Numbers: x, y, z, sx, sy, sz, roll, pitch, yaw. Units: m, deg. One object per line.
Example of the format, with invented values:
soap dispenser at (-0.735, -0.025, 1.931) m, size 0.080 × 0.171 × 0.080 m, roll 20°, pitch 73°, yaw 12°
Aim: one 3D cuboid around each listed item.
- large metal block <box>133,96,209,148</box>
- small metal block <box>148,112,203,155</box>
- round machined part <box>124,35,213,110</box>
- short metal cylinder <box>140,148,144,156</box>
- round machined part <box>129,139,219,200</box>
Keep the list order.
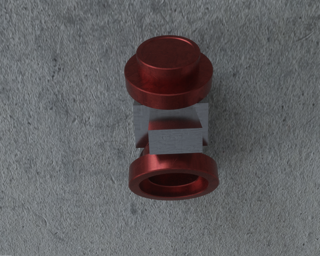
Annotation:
large metal block at (0.012, -0.016, 0.375) m, size 0.081 × 0.080 × 0.050 m, roll -2°, pitch 110°, yaw 0°
small metal block at (0.015, 0.004, 0.313) m, size 0.050 × 0.050 × 0.025 m, roll -2°, pitch 110°, yaw 1°
round machined part at (0.009, -0.068, 0.343) m, size 0.099 × 0.098 × 0.042 m, roll -2°, pitch 135°, yaw 0°
short metal cylinder at (0.012, 0.039, 0.413) m, size 0.081 × 0.050 × 0.079 m, roll 0°, pitch 110°, yaw -1°
round machined part at (0.015, 0.046, 0.349) m, size 0.099 × 0.042 × 0.098 m, roll -1°, pitch 149°, yaw -1°
